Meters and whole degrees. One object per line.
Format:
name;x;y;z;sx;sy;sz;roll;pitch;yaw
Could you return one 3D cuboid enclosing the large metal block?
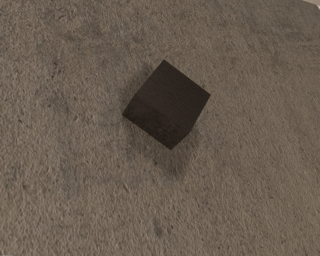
large metal block;0.010;-0.031;0.414;0.080;0.050;0.080;37;51;-4
